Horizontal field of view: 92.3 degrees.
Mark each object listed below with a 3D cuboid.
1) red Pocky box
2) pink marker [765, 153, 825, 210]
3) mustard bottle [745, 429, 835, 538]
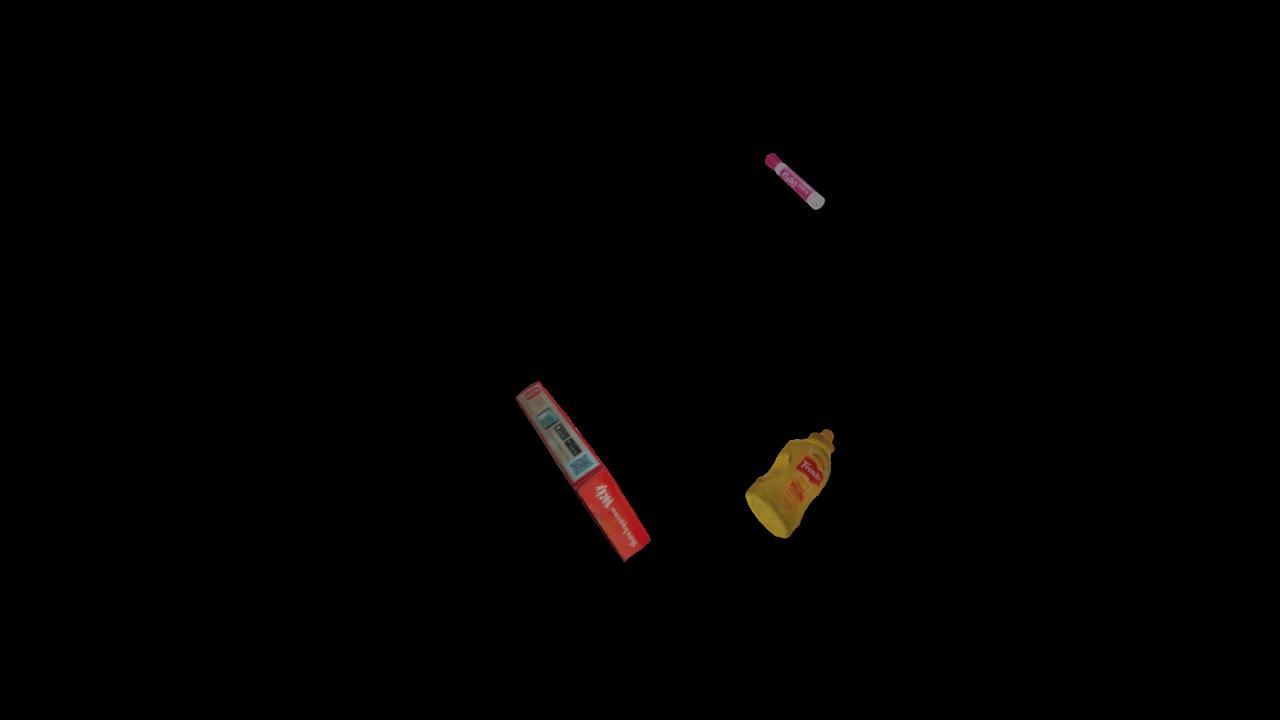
[{"bbox_3d":[-0.048,0.081,0.481,0.028,0.083,0.155,-33,32,-12],"label":"red Pocky box"},{"bbox_3d":[0.209,-0.247,0.843,0.020,0.020,0.121,0,44,-39],"label":"pink marker"},{"bbox_3d":[0.238,0.169,0.922,0.184,0.092,0.054,-43,9,-27],"label":"mustard bottle"}]
